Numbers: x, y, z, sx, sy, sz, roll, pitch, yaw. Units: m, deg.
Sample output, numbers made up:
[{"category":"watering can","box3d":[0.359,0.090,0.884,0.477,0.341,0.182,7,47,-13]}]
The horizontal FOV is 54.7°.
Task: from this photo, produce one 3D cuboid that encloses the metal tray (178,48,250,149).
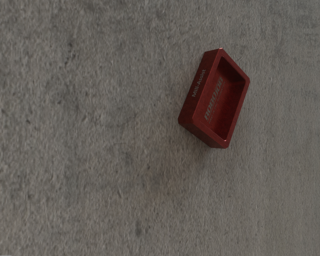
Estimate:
[{"category":"metal tray","box3d":[0.087,-0.044,0.476,0.090,0.030,0.130,36,68,-35]}]
